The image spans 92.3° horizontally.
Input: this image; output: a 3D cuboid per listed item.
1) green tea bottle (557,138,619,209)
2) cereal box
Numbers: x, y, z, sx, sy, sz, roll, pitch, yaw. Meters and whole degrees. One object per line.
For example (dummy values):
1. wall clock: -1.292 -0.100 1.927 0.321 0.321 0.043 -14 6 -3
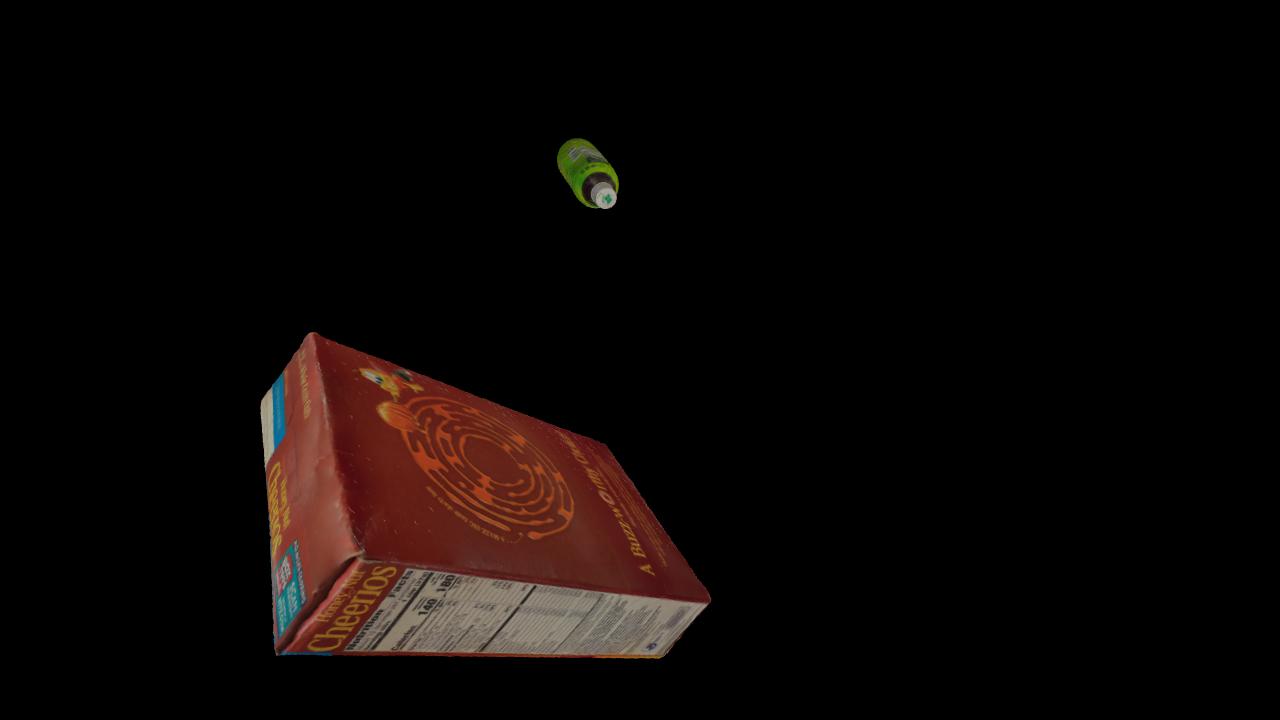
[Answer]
1. green tea bottle: -0.076 -0.277 0.927 0.073 0.073 0.212 0 31 -17
2. cereal box: -0.104 0.111 0.454 0.306 0.081 0.203 28 15 -45
